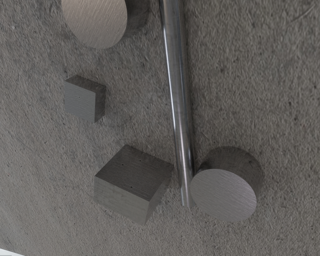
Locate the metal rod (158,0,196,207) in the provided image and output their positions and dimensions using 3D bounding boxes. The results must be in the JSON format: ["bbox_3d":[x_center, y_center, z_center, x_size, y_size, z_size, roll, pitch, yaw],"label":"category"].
[{"bbox_3d":[0.025,-0.023,0.378,0.025,0.025,0.298,7,122,25],"label":"metal rod"}]

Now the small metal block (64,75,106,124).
[{"bbox_3d":[-0.106,-0.041,0.437,0.050,0.025,0.050,22,127,15],"label":"small metal block"}]

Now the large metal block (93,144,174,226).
[{"bbox_3d":[-0.036,0.078,0.439,0.080,0.080,0.050,22,127,15],"label":"large metal block"}]

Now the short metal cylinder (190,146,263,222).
[{"bbox_3d":[0.085,0.070,0.389,0.080,0.050,0.079,13,124,21],"label":"short metal cylinder"}]

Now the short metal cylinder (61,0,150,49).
[{"bbox_3d":[-0.058,-0.133,0.339,0.080,0.050,0.079,13,124,21],"label":"short metal cylinder"}]
